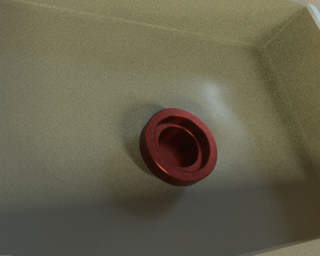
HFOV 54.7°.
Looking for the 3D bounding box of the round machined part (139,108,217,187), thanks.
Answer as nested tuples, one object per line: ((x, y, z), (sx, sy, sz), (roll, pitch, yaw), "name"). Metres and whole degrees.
((0.019, 0.027, 0.390), (0.099, 0.042, 0.098), (14, 56, -21), "round machined part")
